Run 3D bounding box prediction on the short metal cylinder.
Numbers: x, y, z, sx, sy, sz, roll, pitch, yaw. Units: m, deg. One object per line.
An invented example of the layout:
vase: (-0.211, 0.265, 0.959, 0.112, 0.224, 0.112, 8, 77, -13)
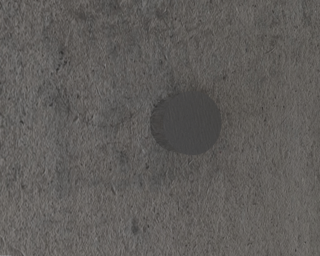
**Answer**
short metal cylinder: (0.033, -0.006, 0.407, 0.081, 0.050, 0.080, 0, 90, -20)
